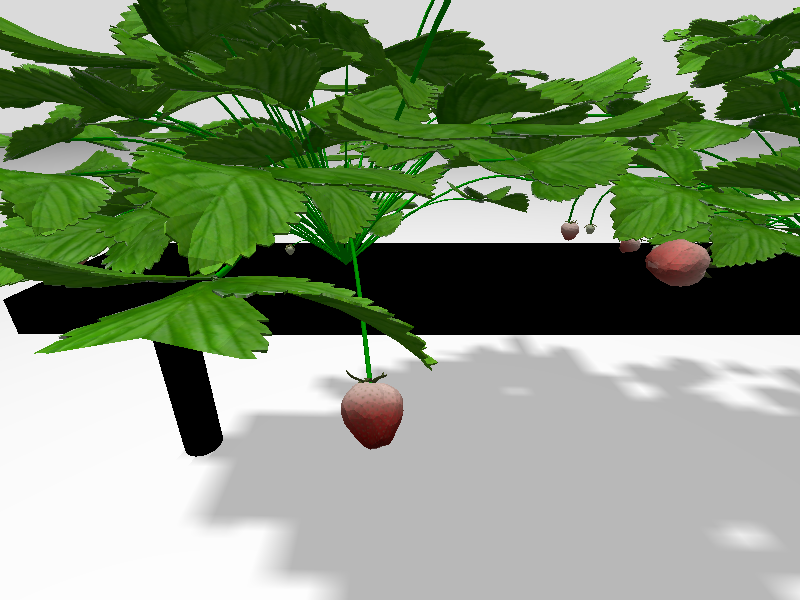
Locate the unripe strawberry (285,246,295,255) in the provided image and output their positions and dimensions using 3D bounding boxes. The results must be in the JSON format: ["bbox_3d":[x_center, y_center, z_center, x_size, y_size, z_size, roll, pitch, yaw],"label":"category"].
[{"bbox_3d":[-0.110,-0.050,0.400,0.010,0.010,0.009,13,28,27],"label":"unripe strawberry"}]

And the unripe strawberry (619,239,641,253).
[{"bbox_3d":[0.228,-0.055,0.399,0.019,0.019,0.018,-41,10,25],"label":"unripe strawberry"}]

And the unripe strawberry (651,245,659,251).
[{"bbox_3d":[0.244,-0.044,0.378,0.013,0.015,0.015,16,25,-2],"label":"unripe strawberry"}]

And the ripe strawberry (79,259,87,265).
[{"bbox_3d":[-0.301,-0.045,0.357,0.036,0.035,0.034,-12,24,4],"label":"ripe strawberry"}]

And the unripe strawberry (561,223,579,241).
[{"bbox_3d":[0.188,-0.075,0.443,0.019,0.020,0.018,9,26,20],"label":"unripe strawberry"}]

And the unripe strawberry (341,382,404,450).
[{"bbox_3d":[-0.011,0.047,0.165,0.026,0.026,0.023,-4,-25,-9],"label":"unripe strawberry"}]

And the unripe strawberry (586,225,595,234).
[{"bbox_3d":[0.220,-0.082,0.464,0.010,0.011,0.011,14,28,28],"label":"unripe strawberry"}]

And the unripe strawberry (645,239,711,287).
[{"bbox_3d":[0.214,-0.028,0.313,0.038,0.037,0.042,-7,25,-14],"label":"unripe strawberry"}]
